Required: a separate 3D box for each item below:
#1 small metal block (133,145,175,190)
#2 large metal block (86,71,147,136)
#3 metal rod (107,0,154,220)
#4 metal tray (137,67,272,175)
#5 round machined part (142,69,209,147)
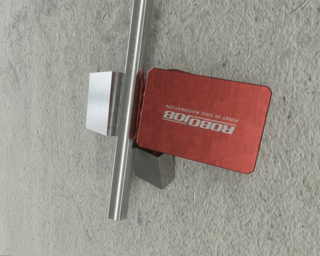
[{"bbox_3d":[-0.010,0.044,0.402,0.050,0.025,0.050,20,129,38],"label":"small metal block"},{"bbox_3d":[-0.062,-0.034,0.427,0.080,0.050,0.079,13,99,57],"label":"large metal block"},{"bbox_3d":[-0.035,-0.036,0.381,0.025,0.025,0.298,10,94,39],"label":"metal rod"},{"bbox_3d":[0.046,-0.011,0.337,0.130,0.030,0.089,13,100,18],"label":"metal tray"},{"bbox_3d":[0.010,-0.025,0.387,0.098,0.042,0.097,0,90,40],"label":"round machined part"}]
